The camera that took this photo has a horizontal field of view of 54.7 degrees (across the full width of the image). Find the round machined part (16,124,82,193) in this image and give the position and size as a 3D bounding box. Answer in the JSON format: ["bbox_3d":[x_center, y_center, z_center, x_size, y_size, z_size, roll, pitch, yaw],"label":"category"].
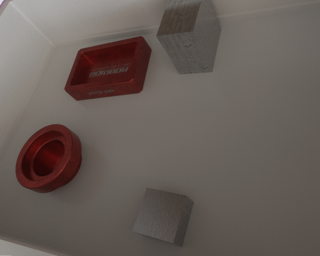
[{"bbox_3d":[-0.153,0.047,0.444,0.098,0.042,0.098,-13,56,20],"label":"round machined part"}]

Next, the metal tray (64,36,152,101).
[{"bbox_3d":[-0.084,-0.095,0.503,0.130,0.030,0.090,-4,60,26],"label":"metal tray"}]

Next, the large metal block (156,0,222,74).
[{"bbox_3d":[0.044,-0.132,0.427,0.050,0.080,0.080,1,62,28],"label":"large metal block"}]

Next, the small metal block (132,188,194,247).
[{"bbox_3d":[0.004,0.098,0.342,0.050,0.025,0.050,5,64,30],"label":"small metal block"}]
